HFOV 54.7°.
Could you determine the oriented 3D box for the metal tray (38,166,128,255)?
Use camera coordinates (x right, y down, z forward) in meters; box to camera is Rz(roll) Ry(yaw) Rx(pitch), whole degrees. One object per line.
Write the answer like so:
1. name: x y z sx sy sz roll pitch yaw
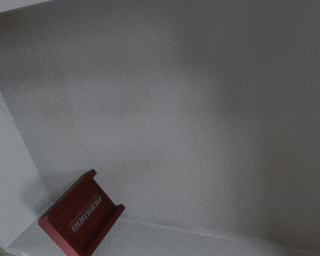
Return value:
1. metal tray: -0.118 0.135 0.503 0.030 0.131 0.090 -28 104 38
